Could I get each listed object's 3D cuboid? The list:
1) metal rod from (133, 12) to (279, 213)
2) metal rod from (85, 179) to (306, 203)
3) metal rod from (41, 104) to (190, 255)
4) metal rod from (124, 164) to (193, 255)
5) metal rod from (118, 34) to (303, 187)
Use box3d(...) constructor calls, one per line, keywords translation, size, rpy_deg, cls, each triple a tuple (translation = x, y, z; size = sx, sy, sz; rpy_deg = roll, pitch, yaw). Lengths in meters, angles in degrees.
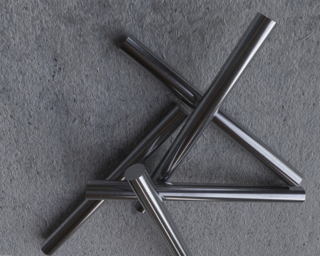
box3d(translation=(0.042, 0.000, 0.386), size=(0.025, 0.025, 0.298), rpy_deg=(26, 117, -10), cls="metal rod")
box3d(translation=(0.056, 0.086, 0.416), size=(0.302, 0.025, 0.025), rpy_deg=(4, 111, -13), cls="metal rod")
box3d(translation=(-0.071, 0.081, 0.438), size=(0.025, 0.025, 0.299), rpy_deg=(41, 105, -14), cls="metal rod")
box3d(translation=(0.023, 0.161, 0.428), size=(0.025, 0.025, 0.299), rpy_deg=(-20, 125, 7), cls="metal rod")
box3d(translation=(0.075, -0.015, 0.405), size=(0.301, 0.025, 0.025), rpy_deg=(37, 106, -13), cls="metal rod")
